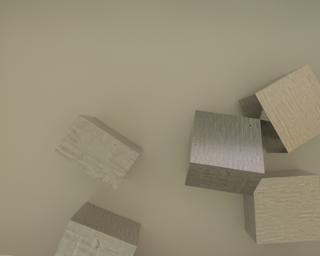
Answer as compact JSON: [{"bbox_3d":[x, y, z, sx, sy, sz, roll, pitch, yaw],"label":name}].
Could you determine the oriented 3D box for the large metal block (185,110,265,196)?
[{"bbox_3d":[0.077,0.029,0.378,0.080,0.050,0.080,9,49,3],"label":"large metal block"}]

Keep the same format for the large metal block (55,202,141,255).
[{"bbox_3d":[-0.073,0.139,0.383,0.080,0.080,0.050,22,90,-1],"label":"large metal block"}]

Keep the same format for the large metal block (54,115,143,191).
[{"bbox_3d":[-0.070,0.027,0.383,0.080,0.080,0.050,33,90,-1],"label":"large metal block"}]

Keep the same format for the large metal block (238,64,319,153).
[{"bbox_3d":[0.162,-0.023,0.395,0.080,0.050,0.080,-29,90,-10],"label":"large metal block"}]

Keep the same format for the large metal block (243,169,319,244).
[{"bbox_3d":[0.155,0.099,0.401,0.081,0.050,0.079,-3,90,-1],"label":"large metal block"}]
